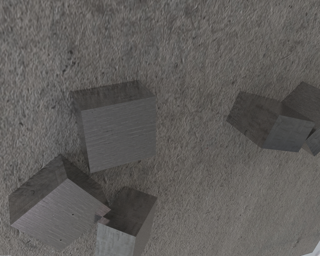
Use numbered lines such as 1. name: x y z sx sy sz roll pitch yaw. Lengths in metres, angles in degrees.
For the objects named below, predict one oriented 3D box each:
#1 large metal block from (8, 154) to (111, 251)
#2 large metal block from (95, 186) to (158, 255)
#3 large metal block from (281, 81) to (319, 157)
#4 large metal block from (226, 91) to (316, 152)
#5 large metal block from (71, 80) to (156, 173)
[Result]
1. large metal block: -0.122 0.092 0.381 0.080 0.050 0.080 -40 129 -1
2. large metal block: -0.046 0.141 0.426 0.050 0.080 0.079 17 118 12
3. large metal block: 0.234 -0.016 0.489 0.080 0.080 0.050 -45 129 3
4. large metal block: 0.159 -0.009 0.452 0.081 0.080 0.050 8 115 -32
5. large metal block: -0.052 -0.004 0.360 0.081 0.050 0.079 -14 124 -21
